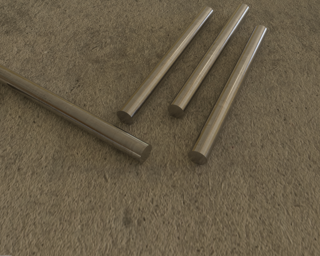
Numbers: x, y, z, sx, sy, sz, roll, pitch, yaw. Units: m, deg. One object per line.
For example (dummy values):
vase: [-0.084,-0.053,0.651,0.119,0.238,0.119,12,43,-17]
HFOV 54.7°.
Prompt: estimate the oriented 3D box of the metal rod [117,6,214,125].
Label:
metal rod: [0.021,-0.116,0.500,0.025,0.025,0.301,21,53,17]

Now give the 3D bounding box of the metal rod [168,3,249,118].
metal rod: [0.090,-0.125,0.508,0.025,0.025,0.301,22,53,17]

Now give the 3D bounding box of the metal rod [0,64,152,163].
metal rod: [-0.142,-0.032,0.429,0.300,0.025,0.025,27,55,21]

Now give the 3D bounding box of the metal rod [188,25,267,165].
metal rod: [0.111,-0.067,0.459,0.025,0.025,0.301,21,53,16]
